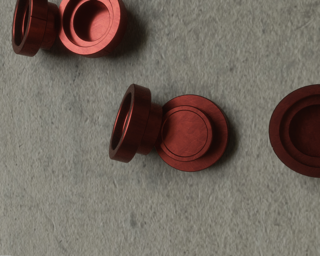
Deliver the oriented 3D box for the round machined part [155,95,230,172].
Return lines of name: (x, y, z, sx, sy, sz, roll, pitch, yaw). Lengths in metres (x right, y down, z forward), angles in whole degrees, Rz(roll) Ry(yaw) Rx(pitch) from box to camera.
round machined part: (0.036, 0.007, 0.387, 0.098, 0.042, 0.097, 0, 90, 19)

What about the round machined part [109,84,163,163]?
round machined part: (-0.029, -0.003, 0.390, 0.042, 0.098, 0.097, 17, 97, -17)

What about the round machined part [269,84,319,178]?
round machined part: (0.171, 0.003, 0.340, 0.098, 0.042, 0.097, 0, 90, 19)

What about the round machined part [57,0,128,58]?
round machined part: (-0.089, -0.145, 0.430, 0.098, 0.042, 0.097, 0, 90, 18)

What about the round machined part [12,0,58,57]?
round machined part: (-0.178, -0.151, 0.446, 0.098, 0.042, 0.097, -7, 80, 51)
